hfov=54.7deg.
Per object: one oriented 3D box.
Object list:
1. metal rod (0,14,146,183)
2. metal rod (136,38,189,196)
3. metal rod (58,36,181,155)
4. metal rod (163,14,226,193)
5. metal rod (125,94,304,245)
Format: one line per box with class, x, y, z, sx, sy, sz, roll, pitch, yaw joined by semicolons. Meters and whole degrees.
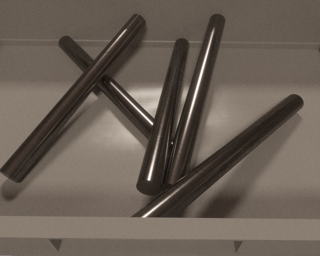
metal rod;-0.104;-0.057;0.424;0.025;0.025;0.300;23;61;17
metal rod;0.013;-0.041;0.415;0.025;0.025;0.300;7;43;6
metal rod;-0.067;-0.054;0.449;0.025;0.025;0.300;-31;57;-24
metal rod;0.052;-0.053;0.408;0.025;0.025;0.300;12;55;9
metal rod;0.085;0.027;0.352;0.302;0.025;0.025;-31;56;-35
